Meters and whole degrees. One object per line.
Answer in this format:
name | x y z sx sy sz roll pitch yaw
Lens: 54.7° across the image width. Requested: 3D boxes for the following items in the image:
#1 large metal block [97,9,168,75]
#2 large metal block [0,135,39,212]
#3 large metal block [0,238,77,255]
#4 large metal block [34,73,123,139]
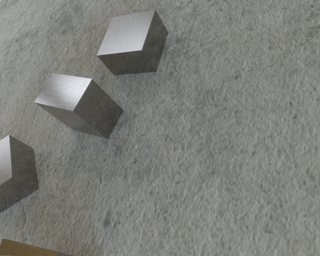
large metal block | -0.041 -0.133 0.490 0.080 0.050 0.080 1 62 28
large metal block | -0.237 0.071 0.466 0.080 0.050 0.080 -32 52 7
large metal block | -0.121 0.159 0.333 0.080 0.080 0.050 0 62 28
large metal block | -0.114 -0.031 0.446 0.080 0.080 0.050 13 68 33
